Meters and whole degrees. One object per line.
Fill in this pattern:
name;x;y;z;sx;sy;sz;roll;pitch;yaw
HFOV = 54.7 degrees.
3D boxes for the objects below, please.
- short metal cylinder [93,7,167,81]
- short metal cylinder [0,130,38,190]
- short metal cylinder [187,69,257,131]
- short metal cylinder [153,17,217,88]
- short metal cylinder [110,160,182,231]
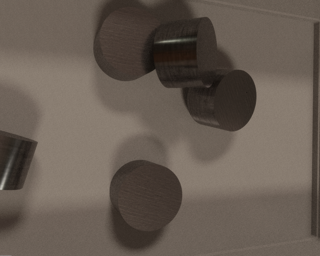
short metal cylinder;-0.038;-0.101;0.384;0.081;0.050;0.079;0;90;-20
short metal cylinder;-0.174;0.028;0.317;0.081;0.080;0.050;18;84;-20
short metal cylinder;0.084;-0.039;0.418;0.081;0.050;0.079;-9;105;-34
short metal cylinder;0.033;-0.088;0.369;0.080;0.050;0.079;2;90;-64
short metal cylinder;-0.019;0.083;0.391;0.081;0.050;0.079;0;90;-21
